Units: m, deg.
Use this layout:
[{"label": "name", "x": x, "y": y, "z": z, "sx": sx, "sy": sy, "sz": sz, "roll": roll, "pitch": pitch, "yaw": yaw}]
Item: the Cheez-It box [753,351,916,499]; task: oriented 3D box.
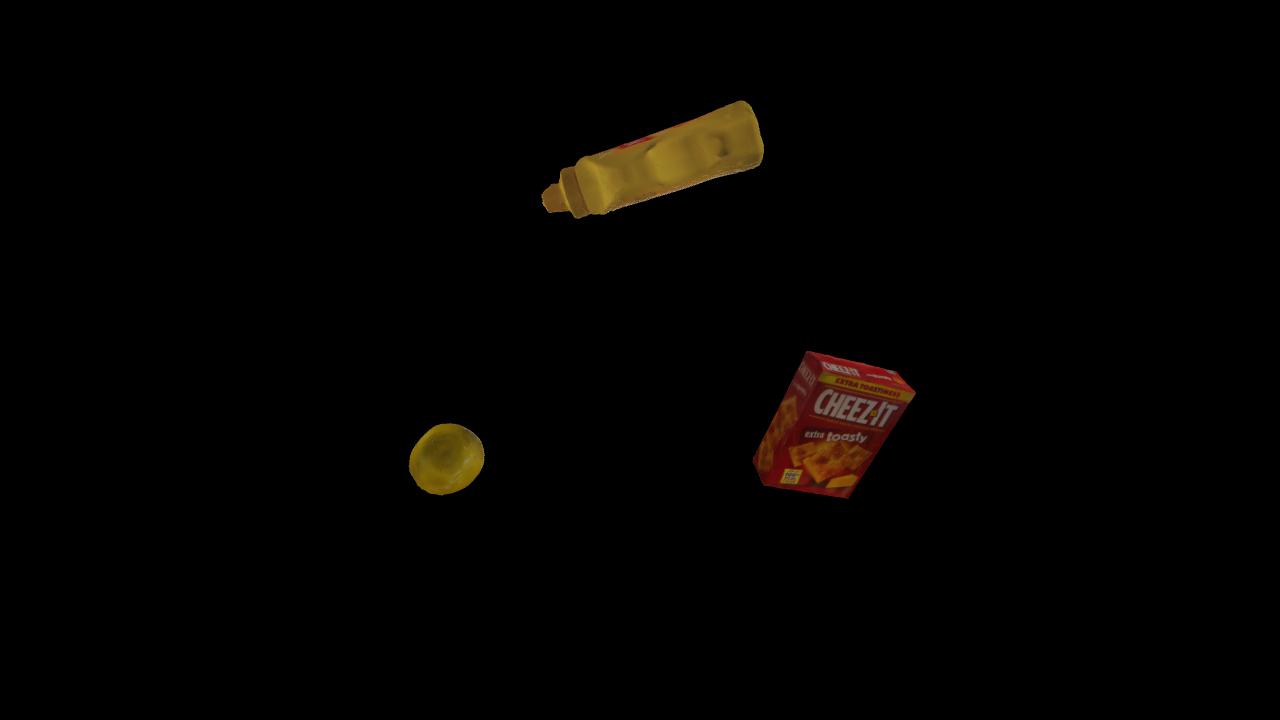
[{"label": "Cheez-It box", "x": 0.298, "y": 0.107, "z": 0.967, "sx": 0.166, "sy": 0.223, "sz": 0.071, "roll": 12, "pitch": 28, "yaw": -17}]

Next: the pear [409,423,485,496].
[{"label": "pear", "x": -0.216, "y": 0.116, "z": 0.697, "sx": 0.080, "sy": 0.080, "sz": 0.111, "roll": 0, "pitch": -15, "yaw": -11}]

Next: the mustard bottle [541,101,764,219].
[{"label": "mustard bottle", "x": 0.005, "y": -0.159, "z": 0.511, "sx": 0.184, "sy": 0.054, "sz": 0.092, "roll": -17, "pitch": 24, "yaw": 7}]
